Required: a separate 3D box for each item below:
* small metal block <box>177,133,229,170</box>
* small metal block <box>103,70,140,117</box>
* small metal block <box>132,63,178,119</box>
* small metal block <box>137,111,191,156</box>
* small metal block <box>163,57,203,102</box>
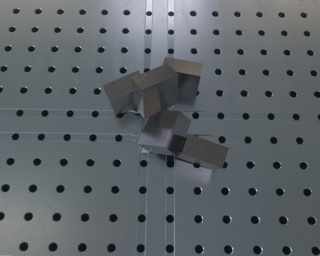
[{"bbox_3d":[0.051,0.031,0.383,0.050,0.050,0.025,20,79,-1],"label":"small metal block"},{"bbox_3d":[-0.044,-0.045,0.415,0.050,0.050,0.025,-25,72,-9],"label":"small metal block"},{"bbox_3d":[-0.006,-0.046,0.388,0.050,0.050,0.025,-26,54,-21],"label":"small metal block"},{"bbox_3d":[0.005,0.006,0.396,0.050,0.025,0.050,4,63,45],"label":"small metal block"},{"bbox_3d":[0.028,-0.065,0.420,0.050,0.050,0.025,10,53,4],"label":"small metal block"}]
